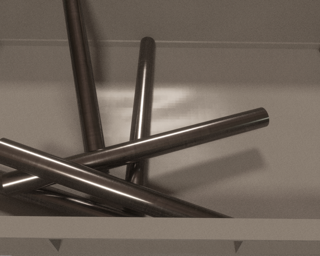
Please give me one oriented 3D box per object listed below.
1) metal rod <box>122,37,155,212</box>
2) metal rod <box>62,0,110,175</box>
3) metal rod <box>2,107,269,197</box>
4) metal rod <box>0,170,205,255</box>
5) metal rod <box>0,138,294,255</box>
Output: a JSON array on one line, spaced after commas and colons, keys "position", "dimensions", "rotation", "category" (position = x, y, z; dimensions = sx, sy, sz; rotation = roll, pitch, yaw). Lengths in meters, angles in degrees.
[{"position": [-0.024, -0.030, 0.429], "dimensions": [0.025, 0.025, 0.300], "rotation": [1, 50, 1], "category": "metal rod"}, {"position": [-0.102, -0.086, 0.400], "dimensions": [0.025, 0.025, 0.299], "rotation": [-10, 75, -9], "category": "metal rod"}, {"position": [-0.015, 0.023, 0.351], "dimensions": [0.302, 0.025, 0.025], "rotation": [-14, 52, -12], "category": "metal rod"}, {"position": [-0.102, 0.082, 0.334], "dimensions": [0.301, 0.025, 0.025], "rotation": [15, 52, 11], "category": "metal rod"}, {"position": [-0.016, 0.071, 0.306], "dimensions": [0.302, 0.025, 0.025], "rotation": [19, 52, 0], "category": "metal rod"}]
